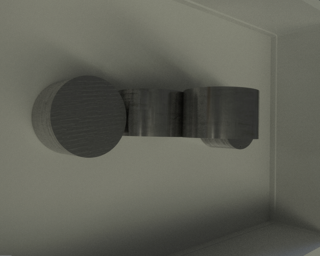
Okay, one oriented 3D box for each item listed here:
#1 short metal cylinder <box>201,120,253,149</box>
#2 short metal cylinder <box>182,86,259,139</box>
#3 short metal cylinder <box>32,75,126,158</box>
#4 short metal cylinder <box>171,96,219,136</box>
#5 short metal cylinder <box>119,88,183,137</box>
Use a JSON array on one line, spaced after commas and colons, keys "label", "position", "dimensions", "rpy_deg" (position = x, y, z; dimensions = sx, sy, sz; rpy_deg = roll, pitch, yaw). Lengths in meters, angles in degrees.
[{"label": "short metal cylinder", "position": [0.103, -0.009, 0.475], "dimensions": [0.081, 0.050, 0.080], "rpy_deg": [0, 90, -40]}, {"label": "short metal cylinder", "position": [0.065, -0.014, 0.333], "dimensions": [0.081, 0.080, 0.050], "rpy_deg": [2, 89, -40]}, {"label": "short metal cylinder", "position": [-0.082, -0.011, 0.319], "dimensions": [0.081, 0.050, 0.080], "rpy_deg": [0, 90, -40]}, {"label": "short metal cylinder", "position": [0.052, -0.013, 0.411], "dimensions": [0.081, 0.080, 0.050], "rpy_deg": [2, 89, -40]}, {"label": "short metal cylinder", "position": [-0.010, -0.015, 0.360], "dimensions": [0.081, 0.080, 0.050], "rpy_deg": [2, 89, -40]}]
